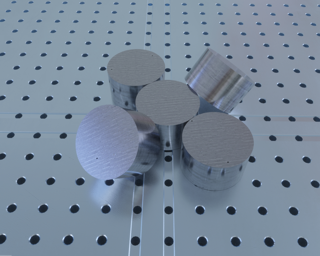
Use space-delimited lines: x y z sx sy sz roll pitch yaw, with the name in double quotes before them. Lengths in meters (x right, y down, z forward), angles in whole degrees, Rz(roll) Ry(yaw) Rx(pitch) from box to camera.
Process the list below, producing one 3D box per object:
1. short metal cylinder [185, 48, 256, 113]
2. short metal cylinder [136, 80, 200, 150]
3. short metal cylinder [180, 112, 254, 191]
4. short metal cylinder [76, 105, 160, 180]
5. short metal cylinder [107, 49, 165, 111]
"short metal cylinder" 0.081 -0.065 0.420 0.080 0.050 0.080 32 21 -14
"short metal cylinder" 0.010 -0.018 0.406 0.081 0.050 0.080 0 50 0
"short metal cylinder" 0.065 0.027 0.369 0.081 0.050 0.080 0 50 0
"short metal cylinder" -0.047 0.017 0.350 0.080 0.050 0.080 -3 84 25
"short metal cylinder" -0.033 -0.070 0.449 0.081 0.050 0.080 0 50 0
